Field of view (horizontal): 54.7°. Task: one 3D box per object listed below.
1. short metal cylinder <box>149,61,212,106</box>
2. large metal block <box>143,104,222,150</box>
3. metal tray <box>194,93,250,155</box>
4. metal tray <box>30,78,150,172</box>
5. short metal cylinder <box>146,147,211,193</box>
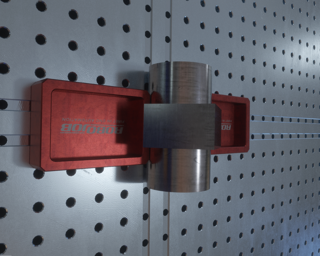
[{"bbox_3d":[0.025,-0.051,0.394,0.081,0.080,0.050,2,89,-40],"label":"short metal cylinder"},{"bbox_3d":[0.031,-0.001,0.380,0.080,0.080,0.050,7,85,-74],"label":"large metal block"},{"bbox_3d":[0.089,-0.006,0.480,0.131,0.030,0.089,1,89,-40],"label":"metal tray"},{"bbox_3d":[-0.072,-0.002,0.345,0.131,0.030,0.089,1,89,-40],"label":"metal tray"},{"bbox_3d":[0.023,0.049,0.393,0.081,0.080,0.050,2,89,-40],"label":"short metal cylinder"}]
